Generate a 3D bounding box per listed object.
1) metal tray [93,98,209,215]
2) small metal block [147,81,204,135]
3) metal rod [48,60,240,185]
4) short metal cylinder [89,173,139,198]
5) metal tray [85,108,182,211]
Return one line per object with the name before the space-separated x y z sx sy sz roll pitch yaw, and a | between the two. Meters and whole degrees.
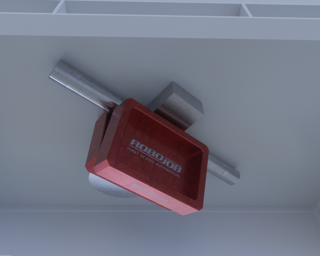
metal tray | -0.003 0.035 0.361 0.131 0.090 0.030 32 140 -25
small metal block | 0.018 -0.022 0.389 0.050 0.025 0.050 33 122 -26
metal rod | -0.003 0.005 0.413 0.301 0.025 0.025 32 123 -25
short metal cylinder | -0.052 0.055 0.429 0.080 0.050 0.080 4 137 4
metal tray | -0.025 0.040 0.399 0.131 0.090 0.030 32 123 -25
